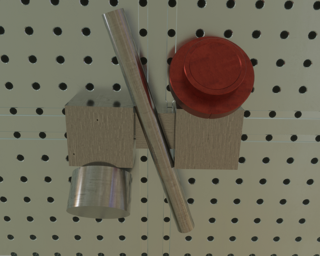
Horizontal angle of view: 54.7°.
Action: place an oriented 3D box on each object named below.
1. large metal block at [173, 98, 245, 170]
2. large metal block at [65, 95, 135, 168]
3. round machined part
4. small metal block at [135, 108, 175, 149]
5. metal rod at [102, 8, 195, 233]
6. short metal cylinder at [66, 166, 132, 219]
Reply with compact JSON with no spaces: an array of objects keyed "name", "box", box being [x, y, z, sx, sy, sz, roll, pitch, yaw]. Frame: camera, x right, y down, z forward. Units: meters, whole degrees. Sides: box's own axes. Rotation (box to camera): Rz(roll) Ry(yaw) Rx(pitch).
[{"name":"large metal block","box":[0.059,0.007,0.404,0.081,0.050,0.079,1,110,-1]},{"name":"large metal block","box":[-0.073,0.003,0.401,0.081,0.050,0.079,2,110,-1]},{"name":"round machined part","box":[0.060,-0.063,0.355,0.099,0.042,0.098,0,75,-1]},{"name":"small metal block","box":[-0.006,0.000,0.414,0.050,0.025,0.050,1,110,-1]},{"name":"metal rod","box":[-0.008,0.006,0.388,0.025,0.025,0.298,-16,110,6]},{"name":"short metal cylinder","box":[-0.078,0.087,0.408,0.080,0.050,0.080,1,153,1]}]
